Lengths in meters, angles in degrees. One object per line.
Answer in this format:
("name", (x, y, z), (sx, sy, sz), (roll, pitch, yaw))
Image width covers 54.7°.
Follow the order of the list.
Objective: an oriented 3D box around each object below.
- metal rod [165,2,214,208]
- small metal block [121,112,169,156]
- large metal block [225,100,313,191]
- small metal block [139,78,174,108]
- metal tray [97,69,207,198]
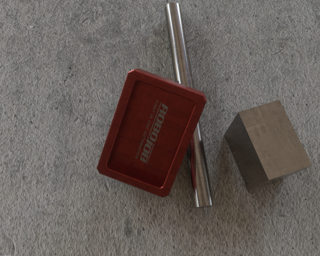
("metal rod", (0.036, -0.044, 0.424), (0.025, 0.025, 0.299), (-6, 70, -3))
("small metal block", (-0.019, 0.007, 0.393), (0.050, 0.025, 0.050), (13, 104, 4))
("large metal block", (0.123, 0.024, 0.372), (0.050, 0.080, 0.080), (-17, 71, -6))
("small metal block", (-0.005, -0.039, 0.422), (0.050, 0.025, 0.050), (-4, 70, -2))
("metal tray", (-0.011, 0.006, 0.363), (0.090, 0.030, 0.129), (21, 105, 2))
